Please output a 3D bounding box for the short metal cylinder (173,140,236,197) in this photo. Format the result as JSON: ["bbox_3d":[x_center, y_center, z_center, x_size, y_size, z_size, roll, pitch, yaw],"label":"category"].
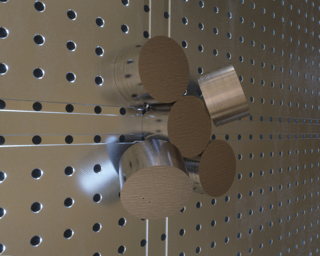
[{"bbox_3d":[0.065,0.056,0.450,0.081,0.050,0.079,0,90,-40],"label":"short metal cylinder"}]

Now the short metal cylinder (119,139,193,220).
[{"bbox_3d":[-0.007,0.060,0.362,0.081,0.050,0.079,-5,121,-7],"label":"short metal cylinder"}]

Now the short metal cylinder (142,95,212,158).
[{"bbox_3d":[0.023,-0.002,0.414,0.081,0.050,0.079,0,90,-40],"label":"short metal cylinder"}]

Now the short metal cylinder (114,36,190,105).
[{"bbox_3d":[-0.009,-0.069,0.386,0.081,0.050,0.079,0,90,-40],"label":"short metal cylinder"}]

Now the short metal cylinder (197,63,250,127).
[{"bbox_3d":[0.091,-0.047,0.445,0.080,0.050,0.080,-21,90,-78],"label":"short metal cylinder"}]
